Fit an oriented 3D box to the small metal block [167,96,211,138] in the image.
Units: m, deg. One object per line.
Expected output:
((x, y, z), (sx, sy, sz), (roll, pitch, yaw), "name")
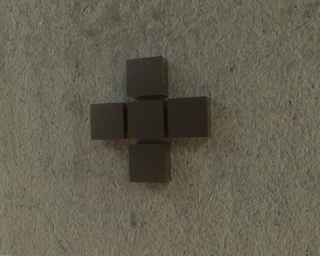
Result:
((0.038, -0.013, 0.396), (0.050, 0.025, 0.050), (-2, 89, 19), "small metal block")

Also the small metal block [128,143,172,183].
((-0.013, 0.046, 0.414), (0.050, 0.025, 0.050), (-2, 89, 19), "small metal block")

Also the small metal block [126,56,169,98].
((-0.017, -0.067, 0.415), (0.050, 0.025, 0.050), (-2, 89, 19), "small metal block")

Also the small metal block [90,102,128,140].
((-0.068, -0.009, 0.433), (0.050, 0.025, 0.050), (-2, 89, 19), "small metal block")

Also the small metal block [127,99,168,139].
((-0.015, -0.011, 0.415), (0.050, 0.025, 0.050), (-2, 89, 19), "small metal block")
